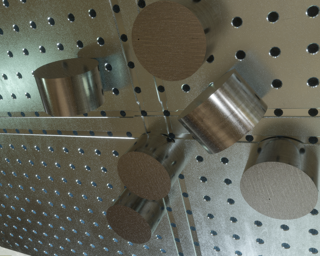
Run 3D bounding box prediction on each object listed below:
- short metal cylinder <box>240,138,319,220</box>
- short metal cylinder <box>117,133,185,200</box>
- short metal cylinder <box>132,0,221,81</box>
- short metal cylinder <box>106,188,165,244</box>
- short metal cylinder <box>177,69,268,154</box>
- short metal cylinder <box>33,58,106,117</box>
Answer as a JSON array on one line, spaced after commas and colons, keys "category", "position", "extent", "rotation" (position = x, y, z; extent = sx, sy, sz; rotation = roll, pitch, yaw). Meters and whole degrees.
[{"category": "short metal cylinder", "position": [0.138, 0.058, 0.358], "extent": [0.080, 0.050, 0.079], "rotation": [13, 124, 21]}, {"category": "short metal cylinder", "position": [-0.012, 0.053, 0.434], "extent": [0.080, 0.050, 0.079], "rotation": [13, 124, 20]}, {"category": "short metal cylinder", "position": [0.018, -0.096, 0.326], "extent": [0.080, 0.050, 0.079], "rotation": [13, 124, 21]}, {"category": "short metal cylinder", "position": [-0.039, 0.139, 0.502], "extent": [0.080, 0.050, 0.079], "rotation": [13, 124, 21]}, {"category": "short metal cylinder", "position": [0.065, -0.018, 0.331], "extent": [0.050, 0.080, 0.080], "rotation": [48, 129, -5]}, {"category": "short metal cylinder", "position": [-0.115, -0.055, 0.403], "extent": [0.080, 0.080, 0.050], "rotation": [8, 122, 24]}]
